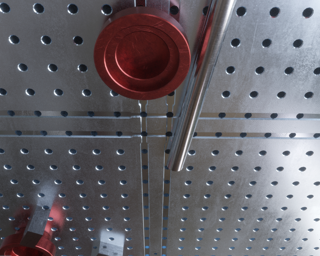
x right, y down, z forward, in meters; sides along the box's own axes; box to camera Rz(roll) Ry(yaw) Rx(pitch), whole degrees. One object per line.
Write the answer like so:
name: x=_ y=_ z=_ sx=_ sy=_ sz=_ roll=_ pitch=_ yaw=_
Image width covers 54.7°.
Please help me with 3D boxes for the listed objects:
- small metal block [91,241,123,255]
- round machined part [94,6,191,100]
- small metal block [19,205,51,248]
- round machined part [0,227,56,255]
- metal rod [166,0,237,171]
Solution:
small metal block: x=-0.109 y=0.261 z=0.632 sx=0.050 sy=0.025 sz=0.050 roll=22 pitch=127 yaw=-18
round machined part: x=-0.018 y=-0.081 z=0.331 sx=0.099 sy=0.042 sz=0.097 roll=0 pitch=130 yaw=0
small metal block: x=-0.217 y=0.172 z=0.540 sx=0.025 sy=0.050 sz=0.050 roll=25 pitch=126 yaw=-20
round machined part: x=-0.248 y=0.226 z=0.590 sx=0.099 sy=0.042 sz=0.097 roll=0 pitch=130 yaw=0
metal rod: x=0.047 y=-0.057 z=0.363 sx=0.025 sy=0.025 sz=0.298 roll=7 pitch=130 yaw=-6
